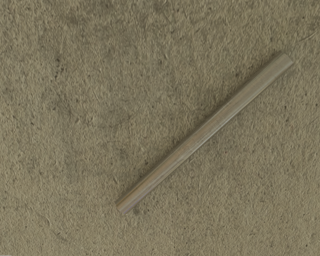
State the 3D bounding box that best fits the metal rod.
[{"bbox_3d":[0.049,0.014,0.415,0.025,0.025,0.299,43,104,-14],"label":"metal rod"}]
